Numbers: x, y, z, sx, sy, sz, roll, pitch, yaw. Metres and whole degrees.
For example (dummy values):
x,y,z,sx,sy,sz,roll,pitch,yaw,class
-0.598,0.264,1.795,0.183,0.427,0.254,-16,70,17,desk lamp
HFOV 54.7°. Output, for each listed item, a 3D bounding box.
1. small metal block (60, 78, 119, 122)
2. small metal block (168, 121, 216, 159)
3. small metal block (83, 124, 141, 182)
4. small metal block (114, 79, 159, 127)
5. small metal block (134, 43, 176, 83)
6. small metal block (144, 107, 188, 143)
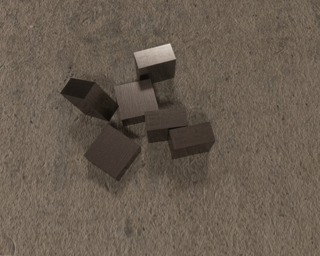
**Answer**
x,y,z,sx,sy,sz,roll,pitch,yaw,class
-0.090,-0.036,0.397,0.050,0.050,0.025,15,68,38,small metal block
0.038,0.017,0.389,0.050,0.050,0.025,-12,71,-5,small metal block
-0.059,0.032,0.396,0.050,0.025,0.050,33,73,11,small metal block
-0.031,-0.034,0.420,0.050,0.025,0.050,-13,71,-6,small metal block
-0.007,-0.086,0.426,0.050,0.050,0.025,-16,71,-6,small metal block
0.008,-0.003,0.396,0.050,0.050,0.025,-7,70,-2,small metal block
